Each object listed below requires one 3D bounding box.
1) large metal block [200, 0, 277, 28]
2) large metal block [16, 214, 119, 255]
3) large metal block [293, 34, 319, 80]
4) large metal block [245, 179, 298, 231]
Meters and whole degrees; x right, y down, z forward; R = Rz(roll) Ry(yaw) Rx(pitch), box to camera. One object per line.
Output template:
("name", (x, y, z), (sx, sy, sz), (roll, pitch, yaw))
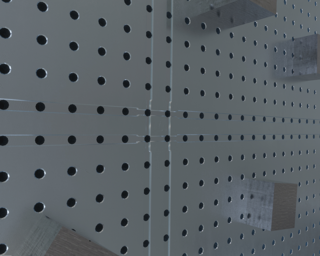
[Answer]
("large metal block", (0.119, -0.197, 0.471), (0.081, 0.080, 0.050), (4, 88, -40))
("large metal block", (-0.099, 0.145, 0.310), (0.080, 0.050, 0.080), (43, 64, -31))
("large metal block", (0.331, -0.150, 0.668), (0.081, 0.050, 0.080), (2, 89, -40))
("large metal block", (0.203, 0.137, 0.561), (0.081, 0.050, 0.080), (11, 83, -39))
